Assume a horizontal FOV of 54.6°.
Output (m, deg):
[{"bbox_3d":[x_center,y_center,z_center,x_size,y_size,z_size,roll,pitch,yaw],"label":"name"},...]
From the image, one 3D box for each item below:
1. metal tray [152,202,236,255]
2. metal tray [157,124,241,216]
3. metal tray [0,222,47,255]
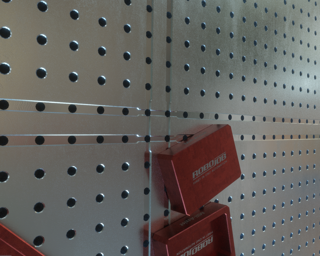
[{"bbox_3d":[0.054,0.173,0.449,0.131,0.030,0.090,-15,100,-39],"label":"metal tray"},{"bbox_3d":[0.063,0.057,0.458,0.131,0.030,0.090,-25,106,-37],"label":"metal tray"},{"bbox_3d":[-0.143,0.153,0.285,0.090,0.030,0.130,-52,121,-27],"label":"metal tray"}]
